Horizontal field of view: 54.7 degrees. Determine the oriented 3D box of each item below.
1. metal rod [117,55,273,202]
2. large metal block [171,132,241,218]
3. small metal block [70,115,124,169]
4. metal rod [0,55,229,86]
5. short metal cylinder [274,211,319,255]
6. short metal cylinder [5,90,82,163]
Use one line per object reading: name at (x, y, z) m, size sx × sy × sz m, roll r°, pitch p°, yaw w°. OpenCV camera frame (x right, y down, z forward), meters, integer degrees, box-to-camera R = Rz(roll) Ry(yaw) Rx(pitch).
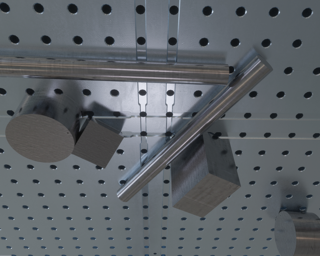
metal rod at (0.030, 0.018, 0.426) m, size 0.025 × 0.025 × 0.299 m, roll 29°, pitch 124°, yaw -23°
large metal block at (0.059, 0.063, 0.430) m, size 0.050 × 0.080 × 0.080 m, roll 25°, pitch 126°, yaw -20°
small metal block at (-0.084, 0.019, 0.413) m, size 0.050 × 0.025 × 0.050 m, roll 29°, pitch 95°, yaw -23°
metal rod at (-0.074, -0.067, 0.354) m, size 0.302 × 0.025 × 0.025 m, roll 2°, pitch 130°, yaw -2°
short metal cylinder at (0.240, 0.186, 0.537) m, size 0.050 × 0.080 × 0.079 m, roll 4°, pitch 130°, yaw -4°
short metal cylinder at (-0.144, -0.002, 0.393) m, size 0.081 × 0.050 × 0.079 m, roll 0°, pitch 130°, yaw 0°
